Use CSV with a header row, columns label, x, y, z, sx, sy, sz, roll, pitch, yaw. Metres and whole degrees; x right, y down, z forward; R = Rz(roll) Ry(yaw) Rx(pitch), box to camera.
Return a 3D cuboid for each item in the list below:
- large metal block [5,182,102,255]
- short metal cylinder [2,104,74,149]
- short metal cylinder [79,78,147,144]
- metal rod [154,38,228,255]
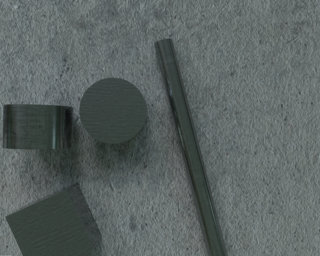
label,x,y,z,sx,sy,sz,roll,pitch,yaw
large metal block,-0.132,0.126,0.396,0.080,0.050,0.080,-24,90,0
short metal cylinder,-0.149,-0.002,0.381,0.081,0.080,0.050,1,90,0
short metal cylinder,-0.057,-0.021,0.397,0.081,0.050,0.080,0,90,0
metal rod,0.041,0.031,0.410,0.025,0.025,0.298,-14,90,0
